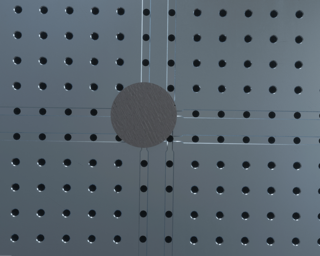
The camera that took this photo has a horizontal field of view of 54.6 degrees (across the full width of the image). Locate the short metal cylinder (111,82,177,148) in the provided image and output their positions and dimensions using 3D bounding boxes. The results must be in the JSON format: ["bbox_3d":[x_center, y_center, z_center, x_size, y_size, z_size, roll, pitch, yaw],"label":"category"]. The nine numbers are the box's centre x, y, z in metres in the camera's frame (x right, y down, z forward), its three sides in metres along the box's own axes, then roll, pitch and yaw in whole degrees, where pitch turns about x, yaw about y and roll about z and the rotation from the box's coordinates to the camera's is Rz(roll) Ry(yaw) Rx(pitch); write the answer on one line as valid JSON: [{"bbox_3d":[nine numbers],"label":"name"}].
[{"bbox_3d":[-0.020,-0.016,0.401,0.080,0.050,0.080,0,90,0],"label":"short metal cylinder"}]
